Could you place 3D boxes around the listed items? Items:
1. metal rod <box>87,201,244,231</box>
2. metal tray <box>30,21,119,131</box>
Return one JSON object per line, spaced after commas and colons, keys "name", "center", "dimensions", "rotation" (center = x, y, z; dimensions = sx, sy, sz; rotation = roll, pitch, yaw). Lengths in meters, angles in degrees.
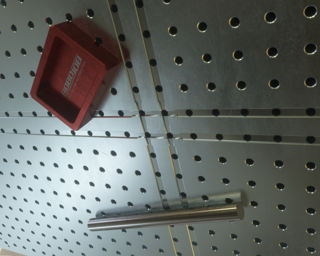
{"name": "metal rod", "center": [-0.009, 0.148, 0.506], "dimensions": [0.300, 0.025, 0.025], "rotation": [-17, 110, 34]}
{"name": "metal tray", "center": [-0.122, -0.067, 0.428], "dimensions": [0.090, 0.030, 0.129], "rotation": [38, 129, 2]}
